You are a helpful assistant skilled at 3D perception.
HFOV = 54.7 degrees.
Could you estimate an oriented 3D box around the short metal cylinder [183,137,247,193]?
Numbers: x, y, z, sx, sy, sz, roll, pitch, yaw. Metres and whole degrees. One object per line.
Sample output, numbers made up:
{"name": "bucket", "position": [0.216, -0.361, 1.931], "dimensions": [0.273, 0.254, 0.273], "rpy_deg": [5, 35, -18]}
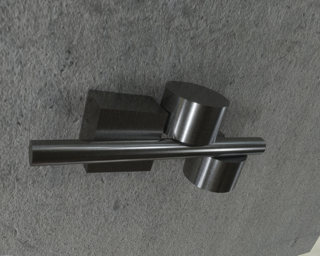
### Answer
{"name": "short metal cylinder", "position": [0.078, 0.048, 0.447], "dimensions": [0.081, 0.080, 0.050], "rpy_deg": [0, 119, -29]}

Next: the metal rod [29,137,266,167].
{"name": "metal rod", "position": [0.010, 0.024, 0.364], "dimensions": [0.303, 0.025, 0.025], "rpy_deg": [0, 118, -30]}

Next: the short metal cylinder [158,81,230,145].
{"name": "short metal cylinder", "position": [0.039, -0.020, 0.384], "dimensions": [0.081, 0.080, 0.050], "rpy_deg": [2, 118, -30]}

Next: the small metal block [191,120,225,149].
{"name": "small metal block", "position": [0.051, 0.008, 0.425], "dimensions": [0.050, 0.050, 0.025], "rpy_deg": [1, 118, -29]}

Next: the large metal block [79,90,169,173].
{"name": "large metal block", "position": [-0.046, 0.005, 0.367], "dimensions": [0.081, 0.050, 0.079], "rpy_deg": [3, 117, -30]}
